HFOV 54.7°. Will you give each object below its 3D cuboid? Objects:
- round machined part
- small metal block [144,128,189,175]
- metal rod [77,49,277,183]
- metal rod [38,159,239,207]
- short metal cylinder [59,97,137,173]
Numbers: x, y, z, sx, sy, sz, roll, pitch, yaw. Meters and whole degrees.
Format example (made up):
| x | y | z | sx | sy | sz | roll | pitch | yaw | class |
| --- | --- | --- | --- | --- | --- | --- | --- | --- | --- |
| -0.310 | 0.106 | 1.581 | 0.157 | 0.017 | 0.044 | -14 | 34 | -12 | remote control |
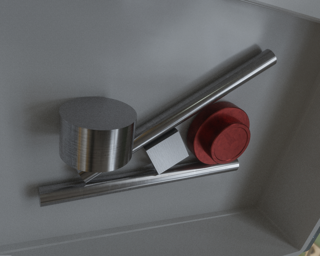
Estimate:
| x | y | z | sx | sy | sz | roll | pitch | yaw | class |
| --- | --- | --- | --- | --- | --- | --- | --- | --- | --- |
| 0.093 | 0.014 | 0.455 | 0.099 | 0.042 | 0.097 | -14 | 125 | -21 | round machined part |
| 0.006 | 0.029 | 0.429 | 0.050 | 0.025 | 0.050 | -31 | 129 | -8 | small metal block |
| 0.027 | -0.020 | 0.411 | 0.301 | 0.025 | 0.025 | -32 | 129 | -8 | metal rod |
| -0.013 | 0.071 | 0.446 | 0.303 | 0.025 | 0.025 | -5 | 121 | -26 | metal rod |
| -0.068 | 0.005 | 0.339 | 0.081 | 0.080 | 0.050 | -5 | 121 | -26 | short metal cylinder |
